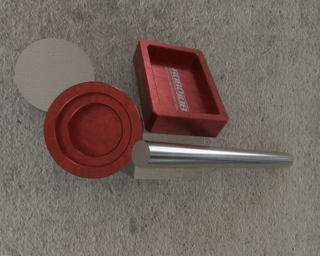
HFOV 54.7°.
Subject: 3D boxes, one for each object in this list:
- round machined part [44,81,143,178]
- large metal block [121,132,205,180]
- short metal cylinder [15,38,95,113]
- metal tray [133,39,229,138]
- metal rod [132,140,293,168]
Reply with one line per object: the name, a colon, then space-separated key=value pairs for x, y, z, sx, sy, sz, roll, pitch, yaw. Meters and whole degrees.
round machined part: x=-0.067 y=0.002 z=0.330 sx=0.099 sy=0.042 sz=0.097 roll=0 pitch=89 yaw=0
large metal block: x=-0.002 y=0.032 z=0.381 sx=0.081 sy=0.080 sz=0.050 roll=5 pitch=89 yaw=-20
short metal cylinder: x=-0.119 y=-0.056 z=0.353 sx=0.081 sy=0.050 sz=0.079 roll=0 pitch=90 yaw=-21
metal tray: x=0.021 y=-0.050 z=0.376 sx=0.091 sy=0.030 sz=0.130 roll=5 pitch=49 yaw=-20
metal rod: x=0.090 y=0.037 z=0.382 sx=0.302 sy=0.025 sz=0.025 roll=7 pitch=88 yaw=-44
